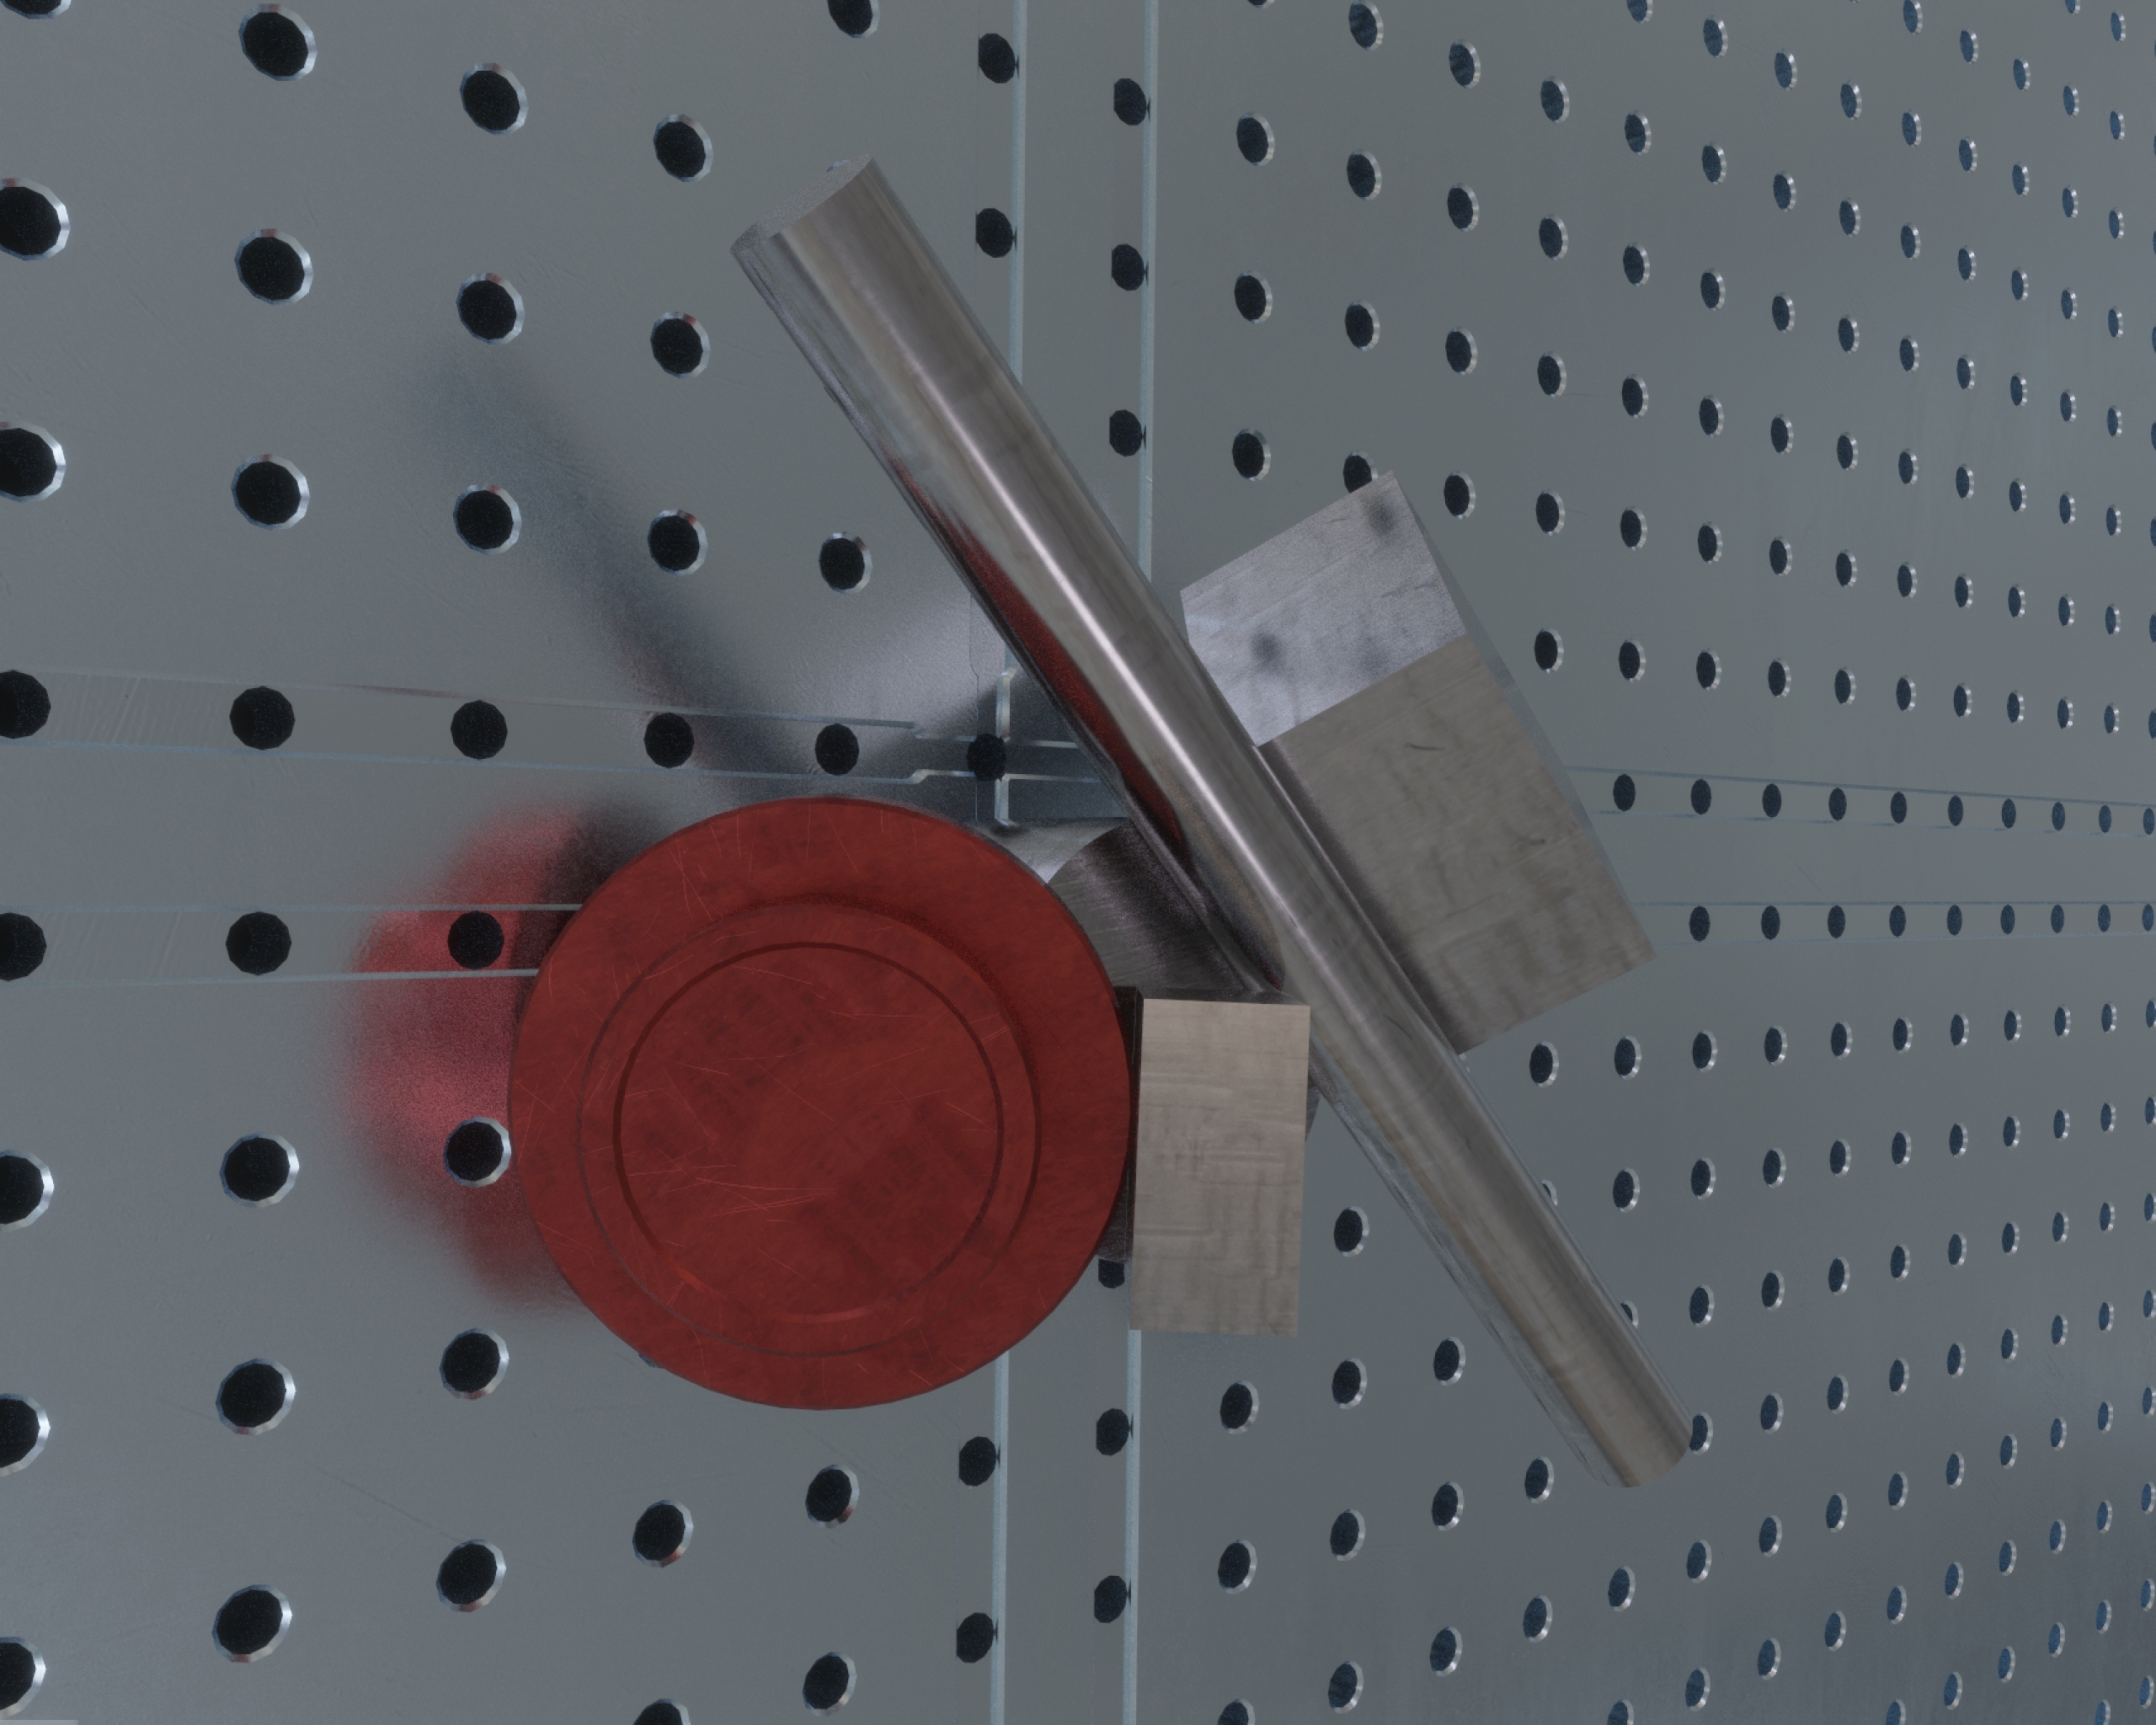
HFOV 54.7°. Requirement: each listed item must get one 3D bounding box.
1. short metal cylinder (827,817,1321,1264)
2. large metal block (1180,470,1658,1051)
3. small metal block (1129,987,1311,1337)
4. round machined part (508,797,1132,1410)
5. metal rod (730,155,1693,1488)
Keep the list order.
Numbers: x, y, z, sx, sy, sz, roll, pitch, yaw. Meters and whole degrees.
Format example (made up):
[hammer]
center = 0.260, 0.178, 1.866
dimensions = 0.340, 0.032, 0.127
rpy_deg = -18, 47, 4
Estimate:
[short metal cylinder]
center = 0.000, 0.031, 0.388
dimensions = 0.081, 0.050, 0.079
rpy_deg = 0, 90, -40
[large metal block]
center = 0.065, -0.020, 0.415
dimensions = 0.080, 0.050, 0.080
rpy_deg = 54, 16, -27
[small metal block]
center = 0.022, 0.046, 0.339
dimensions = 0.025, 0.050, 0.050
rpy_deg = 3, 89, 0
[round machined part]
center = -0.040, 0.038, 0.327
dimensions = 0.099, 0.042, 0.097
rpy_deg = 0, 93, -2
[metal rod]
center = 0.038, 0.012, 0.372
dimensions = 0.025, 0.025, 0.300
rpy_deg = -51, 120, -28
